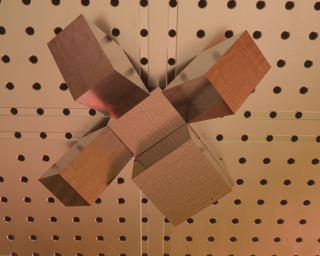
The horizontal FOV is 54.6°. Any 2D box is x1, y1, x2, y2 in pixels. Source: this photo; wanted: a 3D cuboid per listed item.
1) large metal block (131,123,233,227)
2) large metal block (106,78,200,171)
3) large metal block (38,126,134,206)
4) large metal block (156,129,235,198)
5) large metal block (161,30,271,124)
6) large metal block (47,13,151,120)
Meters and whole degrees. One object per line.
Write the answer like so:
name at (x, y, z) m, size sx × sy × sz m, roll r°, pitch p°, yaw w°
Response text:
large metal block at (0.025, 0.055, 0.366) m, size 0.080 × 0.050 × 0.080 m, roll -36°, pitch 107°, yaw 11°
large metal block at (-0.008, -0.004, 0.398) m, size 0.080 × 0.050 × 0.080 m, roll -36°, pitch 106°, yaw 12°
large metal block at (-0.093, 0.049, 0.385) m, size 0.050 × 0.080 × 0.080 m, roll 51°, pitch 144°, yaw -15°
large metal block at (0.041, 0.057, 0.420) m, size 0.080 × 0.050 × 0.080 m, roll -35°, pitch 105°, yaw 11°
large metal block at (0.062, -0.054, 0.348) m, size 0.050 × 0.080 × 0.080 m, roll 50°, pitch 63°, yaw -16°
large metal block at (-0.065, -0.064, 0.344) m, size 0.050 × 0.080 × 0.080 m, roll -36°, pitch 67°, yaw 12°
